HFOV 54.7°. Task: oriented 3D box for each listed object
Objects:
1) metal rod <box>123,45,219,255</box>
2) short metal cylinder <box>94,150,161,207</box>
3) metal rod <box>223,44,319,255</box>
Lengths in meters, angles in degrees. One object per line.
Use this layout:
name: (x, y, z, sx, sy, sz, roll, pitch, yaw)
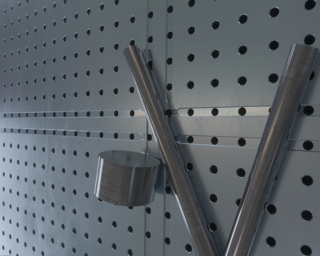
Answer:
metal rod: (0.010, 0.024, 0.401, 0.025, 0.025, 0.299, -32, 70, 35)
short metal cylinder: (-0.043, 0.064, 0.409, 0.080, 0.081, 0.050, 15, 100, 39)
metal rod: (0.102, 0.064, 0.324, 0.025, 0.025, 0.298, 23, 105, 37)
